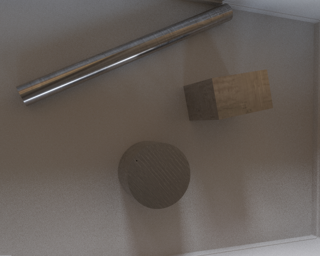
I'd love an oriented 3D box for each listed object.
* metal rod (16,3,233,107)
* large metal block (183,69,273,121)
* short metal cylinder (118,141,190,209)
[{"bbox_3d":[-0.030,-0.101,0.399,0.302,0.025,0.025,-27,99,-18],"label":"metal rod"},{"bbox_3d":[0.088,-0.042,0.415,0.081,0.080,0.050,-12,94,-20],"label":"large metal block"},{"bbox_3d":[-0.008,0.057,0.395,0.081,0.050,0.079,0,90,-21],"label":"short metal cylinder"}]
